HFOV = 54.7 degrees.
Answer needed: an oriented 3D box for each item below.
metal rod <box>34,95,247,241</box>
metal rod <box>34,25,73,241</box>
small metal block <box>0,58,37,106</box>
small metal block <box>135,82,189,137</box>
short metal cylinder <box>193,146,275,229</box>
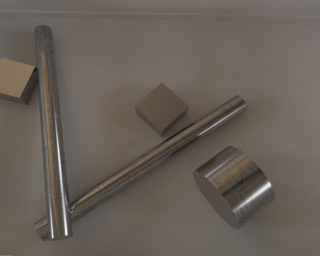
[{"bbox_3d":[-0.015,0.044,0.393,0.301,0.025,0.025,-32,74,-12],"label":"metal rod"},{"bbox_3d":[-0.140,-0.013,0.397,0.025,0.025,0.299,-12,65,-5],"label":"metal rod"},{"bbox_3d":[-0.203,-0.064,0.431,0.050,0.025,0.050,15,71,5],"label":"small metal block"},{"bbox_3d":[0.002,-0.024,0.419,0.050,0.025,0.050,-43,76,-14],"label":"small metal block"},{"bbox_3d":[0.083,0.068,0.357,0.050,0.080,0.080,-34,74,-12],"label":"short metal cylinder"}]
